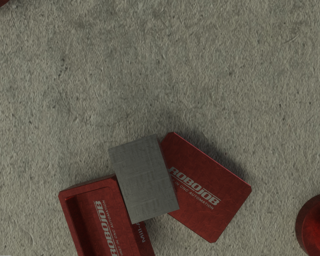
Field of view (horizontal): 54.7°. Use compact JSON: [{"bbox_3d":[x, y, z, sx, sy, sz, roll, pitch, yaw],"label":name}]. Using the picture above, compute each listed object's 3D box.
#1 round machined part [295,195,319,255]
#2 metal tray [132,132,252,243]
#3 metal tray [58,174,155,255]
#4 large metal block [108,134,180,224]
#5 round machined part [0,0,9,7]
[{"bbox_3d":[0.235,0.137,0.405,0.099,0.042,0.097,0,90,-1],"label":"round machined part"},{"bbox_3d":[0.041,0.076,0.408,0.130,0.030,0.090,35,90,-1],"label":"metal tray"},{"bbox_3d":[-0.066,0.128,0.390,0.090,0.030,0.129,-19,90,23],"label":"metal tray"},{"bbox_3d":[-0.016,0.052,0.352,0.050,0.080,0.080,-18,88,1],"label":"large metal block"},{"bbox_3d":[-0.229,-0.198,0.398,0.099,0.042,0.097,0,90,-1],"label":"round machined part"}]
